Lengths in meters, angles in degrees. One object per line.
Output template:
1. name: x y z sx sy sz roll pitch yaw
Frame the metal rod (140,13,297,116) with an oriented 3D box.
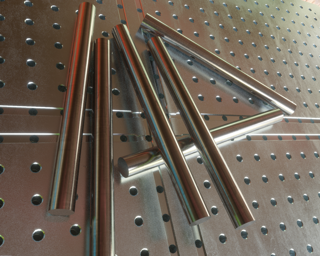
1. metal rod: 0.104 -0.103 0.525 0.301 0.025 0.025 28 52 -10

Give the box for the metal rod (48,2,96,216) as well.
1. metal rod: -0.102 -0.046 0.380 0.025 0.025 0.299 12 57 -22

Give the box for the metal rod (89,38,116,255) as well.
1. metal rod: -0.067 0.013 0.363 0.025 0.025 0.299 8 58 -24

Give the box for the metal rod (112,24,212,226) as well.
1. metal rod: -0.009 -0.024 0.393 0.025 0.025 0.299 -4 56 -30

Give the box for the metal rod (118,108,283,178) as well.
1. metal rod: 0.078 0.012 0.441 0.302 0.025 0.025 -16 70 -34

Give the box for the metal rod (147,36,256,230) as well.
1. metal rod: 0.042 -0.014 0.410 0.025 0.025 0.299 -4 55 -30
